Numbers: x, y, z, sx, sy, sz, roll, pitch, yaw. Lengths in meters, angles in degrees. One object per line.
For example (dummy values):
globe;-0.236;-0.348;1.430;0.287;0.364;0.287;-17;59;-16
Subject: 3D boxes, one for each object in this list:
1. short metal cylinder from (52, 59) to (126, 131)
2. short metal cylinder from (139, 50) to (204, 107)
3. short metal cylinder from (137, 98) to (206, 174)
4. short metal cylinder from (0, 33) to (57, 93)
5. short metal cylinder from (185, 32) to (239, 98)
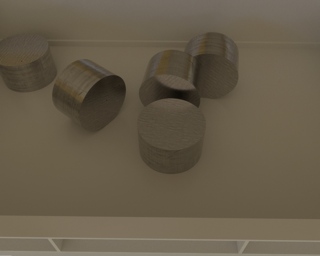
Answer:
short metal cylinder;-0.091;-0.043;0.405;0.050;0.080;0.080;32;57;24
short metal cylinder;0.017;-0.057;0.417;0.080;0.080;0.050;8;51;7
short metal cylinder;0.014;0.009;0.381;0.080;0.050;0.080;0;50;0
short metal cylinder;-0.204;-0.100;0.471;0.080;0.050;0.080;0;50;0
short metal cylinder;0.072;-0.089;0.444;0.080;0.080;0.050;8;50;6
